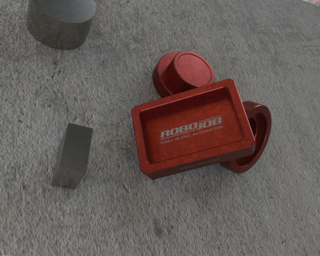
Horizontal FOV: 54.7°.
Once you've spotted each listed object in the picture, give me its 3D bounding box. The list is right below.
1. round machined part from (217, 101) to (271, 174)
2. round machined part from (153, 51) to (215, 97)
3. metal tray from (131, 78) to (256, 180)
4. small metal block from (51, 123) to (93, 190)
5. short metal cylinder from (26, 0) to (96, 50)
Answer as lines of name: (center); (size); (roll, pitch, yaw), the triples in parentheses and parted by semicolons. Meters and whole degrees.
round machined part: (0.107, 0.010, 0.424); (0.099, 0.097, 0.042); (-23, 34, -37)
round machined part: (0.042, -0.076, 0.464); (0.099, 0.042, 0.098); (14, 56, -21)
metal tray: (0.037, 0.002, 0.371); (0.131, 0.030, 0.090); (-16, 64, 9)
small metal block: (-0.091, 0.030, 0.321); (0.025, 0.050, 0.050); (15, 56, -20)
short metal cylinder: (-0.131, -0.151, 0.410); (0.081, 0.050, 0.080); (14, 56, -21)
